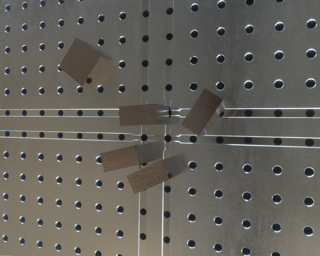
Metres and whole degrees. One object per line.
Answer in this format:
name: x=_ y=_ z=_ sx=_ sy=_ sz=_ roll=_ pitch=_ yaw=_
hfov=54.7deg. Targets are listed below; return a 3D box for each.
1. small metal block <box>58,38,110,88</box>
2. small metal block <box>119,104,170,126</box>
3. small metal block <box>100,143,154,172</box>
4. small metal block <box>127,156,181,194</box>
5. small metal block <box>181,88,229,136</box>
small metal block: x=-0.110 y=-0.094 z=0.450 sx=0.050 sy=0.025 sz=0.050 roll=38 pitch=102 yaw=15
small metal block: x=-0.019 y=-0.016 z=0.405 sx=0.050 sy=0.050 sz=0.025 roll=-2 pitch=89 yaw=19
small metal block: x=-0.043 y=0.039 z=0.413 sx=0.050 sy=0.050 sz=0.025 roll=-14 pitch=86 yaw=19
small metal block: x=-0.007 y=0.060 z=0.401 sx=0.050 sy=0.050 sz=0.025 roll=-27 pitch=82 yaw=18
small metal block: x=0.056 y=-0.018 z=0.379 sx=0.025 sy=0.050 sz=0.050 roll=36 pitch=101 yaw=16
